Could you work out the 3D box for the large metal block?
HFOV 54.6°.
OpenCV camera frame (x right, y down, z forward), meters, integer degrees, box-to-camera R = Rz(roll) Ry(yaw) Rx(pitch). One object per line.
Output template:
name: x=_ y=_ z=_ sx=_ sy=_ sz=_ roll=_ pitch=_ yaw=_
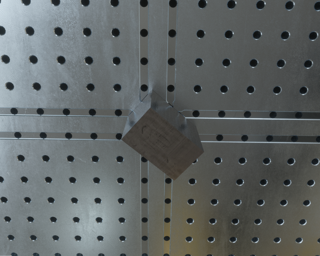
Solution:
large metal block: x=0.003 y=0.006 z=0.386 sx=0.080 sy=0.080 sz=0.050 roll=39 pitch=106 yaw=-14
